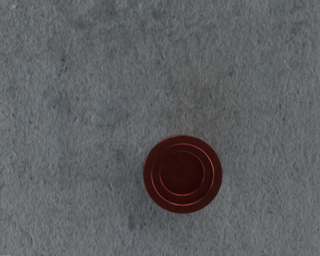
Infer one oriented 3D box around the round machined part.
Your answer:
[{"bbox_3d":[0.028,0.057,0.402,0.099,0.042,0.097,0,90,-1],"label":"round machined part"}]
